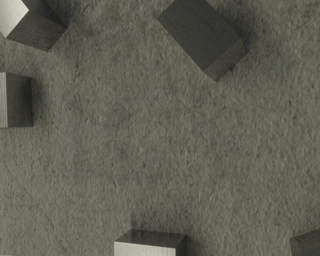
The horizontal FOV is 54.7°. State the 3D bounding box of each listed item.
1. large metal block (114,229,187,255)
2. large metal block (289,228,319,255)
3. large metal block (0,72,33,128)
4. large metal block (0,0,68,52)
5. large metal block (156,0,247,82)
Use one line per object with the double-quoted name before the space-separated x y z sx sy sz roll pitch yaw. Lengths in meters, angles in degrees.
"large metal block" -0.011 0.181 0.399 0.080 0.050 0.079 -1 90 19
"large metal block" 0.196 0.150 0.327 0.080 0.050 0.080 -29 81 17
"large metal block" -0.250 -0.039 0.482 0.080 0.050 0.079 -3 89 19
"large metal block" -0.196 -0.165 0.447 0.050 0.080 0.080 -42 77 15
"large metal block" 0.052 -0.105 0.361 0.050 0.080 0.080 -42 77 15
